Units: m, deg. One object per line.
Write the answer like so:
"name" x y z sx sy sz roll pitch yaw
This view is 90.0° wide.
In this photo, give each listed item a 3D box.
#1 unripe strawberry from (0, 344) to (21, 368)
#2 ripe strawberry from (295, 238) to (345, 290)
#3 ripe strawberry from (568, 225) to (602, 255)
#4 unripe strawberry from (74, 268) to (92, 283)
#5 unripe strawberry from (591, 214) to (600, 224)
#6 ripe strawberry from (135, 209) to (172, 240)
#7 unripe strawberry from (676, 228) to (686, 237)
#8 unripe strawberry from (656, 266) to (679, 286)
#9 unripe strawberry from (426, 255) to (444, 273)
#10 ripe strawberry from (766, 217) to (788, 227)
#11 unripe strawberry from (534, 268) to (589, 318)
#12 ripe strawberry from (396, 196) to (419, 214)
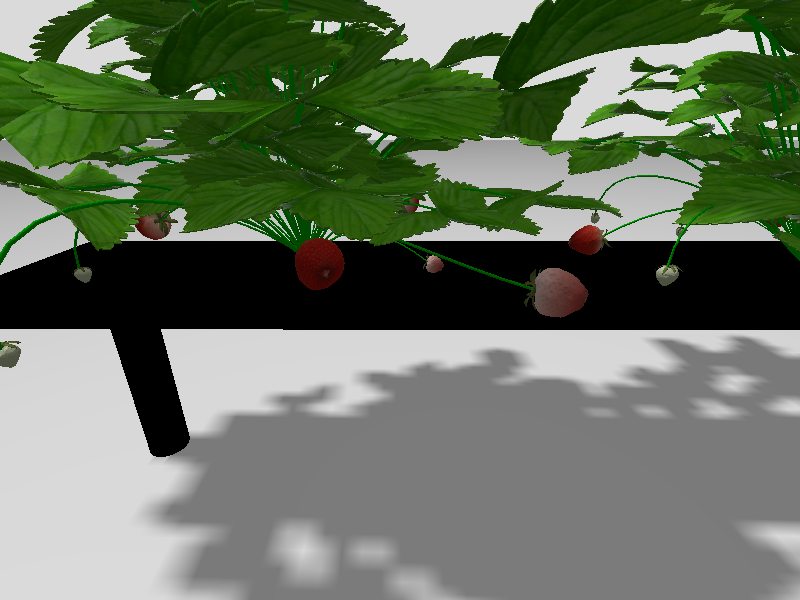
"unripe strawberry" -0.182 0.026 0.186 0.010 0.011 0.011 12 26 25
"ripe strawberry" -0.058 -0.025 0.296 0.037 0.039 0.040 -9 26 -19
"ripe strawberry" 0.175 -0.056 0.379 0.030 0.029 0.027 -6 23 9
"unripe strawberry" -0.245 -0.019 0.311 0.011 0.012 0.011 -8 25 -18
"unripe strawberry" 0.229 -0.096 0.471 0.010 0.011 0.011 19 30 37
"ripe strawberry" -0.264 -0.084 0.426 0.037 0.038 0.034 -1 21 24
"unripe strawberry" 0.309 -0.075 0.441 0.009 0.010 0.010 -15 28 -31
"unripe strawberry" 0.206 -0.018 0.308 0.015 0.015 0.014 -8 25 -19
"unripe strawberry" 0.029 -0.029 0.329 0.014 0.015 0.013 20 28 10
"ripe strawberry" 0.447 -0.095 0.477 0.021 0.019 0.019 15 6 30
"unripe strawberry" 0.099 -0.004 0.249 0.031 0.032 0.029 15 28 30
"ripe strawberry" 0.010 -0.133 0.535 0.036 0.041 0.040 11 25 24
